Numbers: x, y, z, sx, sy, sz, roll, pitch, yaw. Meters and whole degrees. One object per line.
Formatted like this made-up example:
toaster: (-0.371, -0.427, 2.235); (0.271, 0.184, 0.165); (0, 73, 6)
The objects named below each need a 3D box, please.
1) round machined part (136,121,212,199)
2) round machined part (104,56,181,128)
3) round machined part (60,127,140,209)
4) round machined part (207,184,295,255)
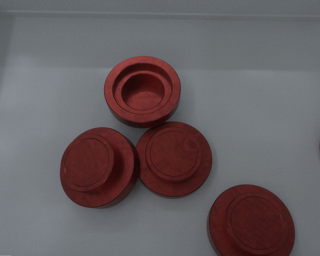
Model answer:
round machined part: (0.017, 0.037, 0.387); (0.099, 0.042, 0.098); (0, 70, -1)
round machined part: (-0.022, -0.044, 0.415); (0.099, 0.042, 0.098); (0, 67, 1)
round machined part: (-0.077, 0.045, 0.369); (0.098, 0.042, 0.098); (-6, 70, 16)
round machined part: (0.105, 0.112, 0.355); (0.099, 0.042, 0.098); (0, 63, 0)
